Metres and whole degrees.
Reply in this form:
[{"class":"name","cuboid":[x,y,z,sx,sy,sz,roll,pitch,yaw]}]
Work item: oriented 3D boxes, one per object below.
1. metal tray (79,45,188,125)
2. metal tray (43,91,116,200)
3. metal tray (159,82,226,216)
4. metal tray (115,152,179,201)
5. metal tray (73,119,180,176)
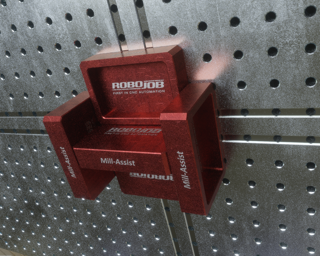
[{"class":"metal tray","cuboid":[-0.030,-0.050,0.391,0.130,0.030,0.089,1,119,27]},{"class":"metal tray","cuboid":[-0.100,0.023,0.433,0.030,0.090,0.129,1,119,28]},{"class":"metal tray","cuboid":[0.043,0.023,0.359,0.030,0.090,0.129,1,119,28]},{"class":"metal tray","cuboid":[-0.004,0.057,0.442,0.130,0.030,0.089,1,119,27]},{"class":"metal tray","cuboid":[-0.031,0.017,0.392,0.130,0.090,0.030,1,119,27]}]
